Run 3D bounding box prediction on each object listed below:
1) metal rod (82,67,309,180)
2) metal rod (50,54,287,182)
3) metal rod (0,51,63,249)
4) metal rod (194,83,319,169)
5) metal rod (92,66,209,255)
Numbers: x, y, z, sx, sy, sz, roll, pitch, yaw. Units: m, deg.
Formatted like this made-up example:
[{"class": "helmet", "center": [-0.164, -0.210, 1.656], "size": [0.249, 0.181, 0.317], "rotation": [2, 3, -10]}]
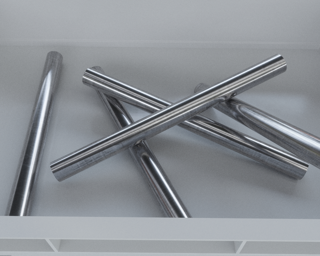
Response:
[{"class": "metal rod", "center": [0.035, -0.011, 0.395], "size": [0.301, 0.025, 0.025], "rotation": [24, 54, 11]}, {"class": "metal rod", "center": [0.016, -0.015, 0.370], "size": [0.302, 0.025, 0.025], "rotation": [-26, 54, -6]}, {"class": "metal rod", "center": [-0.158, 0.001, 0.401], "size": [0.025, 0.025, 0.300], "rotation": [-3, 50, -3]}, {"class": "metal rod", "center": [0.120, 0.001, 0.328], "size": [0.025, 0.025, 0.300], "rotation": [-20, 29, -16]}, {"class": "metal rod", "center": [-0.031, 0.018, 0.389], "size": [0.025, 0.025, 0.300], "rotation": [-21, 53, -17]}]
